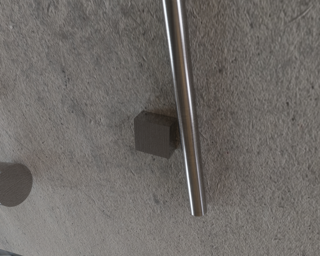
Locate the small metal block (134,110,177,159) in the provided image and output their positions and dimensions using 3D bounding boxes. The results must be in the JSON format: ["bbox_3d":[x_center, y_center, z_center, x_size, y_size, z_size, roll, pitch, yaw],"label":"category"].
[{"bbox_3d":[-0.006,0.009,0.414,0.050,0.025,0.050,13,124,20],"label":"small metal block"}]

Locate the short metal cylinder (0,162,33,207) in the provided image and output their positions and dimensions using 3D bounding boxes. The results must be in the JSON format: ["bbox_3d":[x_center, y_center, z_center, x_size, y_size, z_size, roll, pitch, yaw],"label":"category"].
[{"bbox_3d":[-0.292,0.105,0.587,0.050,0.080,0.079,2,120,27],"label":"short metal cylinder"}]

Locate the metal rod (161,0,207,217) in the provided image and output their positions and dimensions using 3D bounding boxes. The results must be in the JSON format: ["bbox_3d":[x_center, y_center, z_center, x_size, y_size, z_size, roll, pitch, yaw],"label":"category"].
[{"bbox_3d":[0.034,-0.011,0.381,0.025,0.025,0.298,5,121,25],"label":"metal rod"}]
